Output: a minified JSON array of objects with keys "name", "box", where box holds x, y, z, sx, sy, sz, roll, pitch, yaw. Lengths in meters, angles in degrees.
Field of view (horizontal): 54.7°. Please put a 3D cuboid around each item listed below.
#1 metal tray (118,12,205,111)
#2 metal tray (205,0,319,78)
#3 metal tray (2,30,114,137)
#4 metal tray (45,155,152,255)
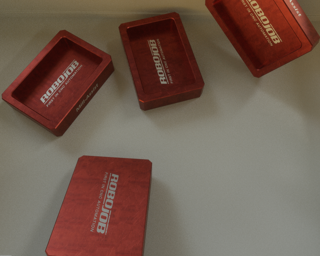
[{"name":"metal tray","box":[0.000,-0.097,0.442,0.091,0.030,0.130,-15,71,-6]},{"name":"metal tray","box":[0.130,-0.140,0.402,0.030,0.090,0.130,-41,98,-36]},{"name":"metal tray","box":[-0.137,-0.064,0.429,0.090,0.030,0.130,31,73,10]},{"name":"metal tray","box":[-0.059,0.089,0.342,0.091,0.030,0.130,4,41,1]}]
